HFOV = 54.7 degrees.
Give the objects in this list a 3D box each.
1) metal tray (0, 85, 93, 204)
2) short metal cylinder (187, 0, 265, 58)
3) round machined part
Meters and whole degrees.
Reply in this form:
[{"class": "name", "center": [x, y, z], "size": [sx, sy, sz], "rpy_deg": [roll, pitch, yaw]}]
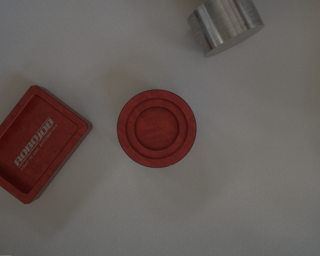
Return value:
[{"class": "metal tray", "center": [-0.164, 0.021, 0.406], "size": [0.090, 0.030, 0.130], "rpy_deg": [37, 90, -1]}, {"class": "short metal cylinder", "center": [0.081, -0.129, 0.385], "size": [0.080, 0.080, 0.050], "rpy_deg": [-26, 90, 0]}, {"class": "round machined part", "center": [-0.004, 0.001, 0.403], "size": [0.099, 0.042, 0.097], "rpy_deg": [0, 90, -1]}]
